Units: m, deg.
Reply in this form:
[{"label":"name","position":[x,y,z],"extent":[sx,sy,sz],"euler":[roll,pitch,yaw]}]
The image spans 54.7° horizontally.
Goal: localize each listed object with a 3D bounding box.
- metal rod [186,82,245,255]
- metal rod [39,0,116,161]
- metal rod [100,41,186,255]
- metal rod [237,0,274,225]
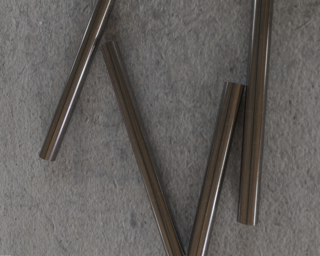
[{"label":"metal rod","position":[0.061,0.092,0.387],"extent":[0.025,0.025,0.298],"euler":[13,94,19]},{"label":"metal rod","position":[-0.113,-0.092,0.447],"extent":[0.025,0.025,0.298],"euler":[25,98,18]},{"label":"metal rod","position":[-0.025,0.026,0.416],"extent":[0.025,0.025,0.299],"euler":[-20,83,18]},{"label":"metal rod","position":[0.114,-0.036,0.368],"extent":[0.025,0.025,0.298],"euler":[4,91,19]}]
